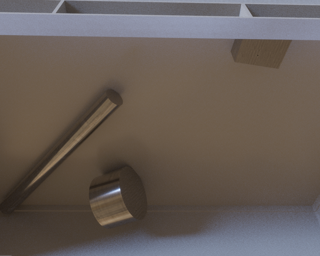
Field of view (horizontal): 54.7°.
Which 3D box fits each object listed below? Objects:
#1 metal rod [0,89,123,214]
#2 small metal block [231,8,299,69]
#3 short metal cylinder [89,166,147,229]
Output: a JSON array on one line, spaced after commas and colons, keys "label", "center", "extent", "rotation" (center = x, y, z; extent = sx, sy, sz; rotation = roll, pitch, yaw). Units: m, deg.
[{"label": "metal rod", "center": [-0.155, 0.048, 0.447], "extent": [0.025, 0.025, 0.299], "rotation": [34, 122, -26]}, {"label": "small metal block", "center": [0.109, -0.095, 0.330], "extent": [0.050, 0.025, 0.050], "rotation": [7, 130, -7]}, {"label": "short metal cylinder", "center": [-0.060, 0.103, 0.460], "extent": [0.050, 0.080, 0.080], "rotation": [-21, 127, 17]}]
